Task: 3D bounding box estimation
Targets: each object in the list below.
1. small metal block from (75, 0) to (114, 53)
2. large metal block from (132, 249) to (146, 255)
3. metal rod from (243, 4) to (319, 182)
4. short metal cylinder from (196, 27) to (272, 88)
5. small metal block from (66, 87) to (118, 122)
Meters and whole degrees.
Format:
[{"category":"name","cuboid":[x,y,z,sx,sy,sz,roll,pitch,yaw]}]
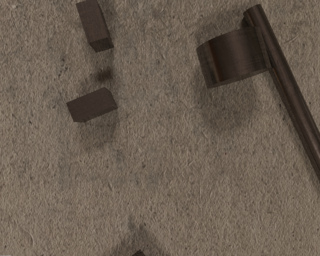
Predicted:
[{"category":"small metal block","cuboid":[-0.082,-0.129,0.396,0.025,0.050,0.050,-18,90,0]},{"category":"large metal block","cuboid":[-0.033,0.221,0.397,0.080,0.050,0.080,-39,91,0]},{"category":"metal rod","cuboid":[0.185,-0.022,0.412,0.025,0.025,0.299,-25,90,0]},{"category":"short metal cylinder","cuboid":[0.091,-0.085,0.384,0.080,0.080,0.050,-16,90,0]},{"category":"small metal block","cuboid":[-0.085,-0.028,0.396,0.050,0.050,0.025,-23,90,0]}]
